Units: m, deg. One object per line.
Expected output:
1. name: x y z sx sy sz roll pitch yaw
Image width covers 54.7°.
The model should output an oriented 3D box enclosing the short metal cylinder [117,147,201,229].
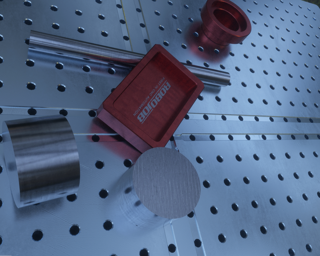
1. short metal cylinder: -0.002 0.068 0.349 0.081 0.050 0.080 14 56 -21

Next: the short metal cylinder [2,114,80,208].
1. short metal cylinder: -0.114 0.029 0.293 0.050 0.080 0.080 -10 67 -32

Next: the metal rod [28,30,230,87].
1. metal rod: -0.027 -0.095 0.451 0.302 0.025 0.025 6 59 -25

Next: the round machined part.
1. round machined part: 0.118 -0.194 0.579 0.099 0.042 0.098 14 56 -21

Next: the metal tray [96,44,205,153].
1. metal tray: -0.008 -0.039 0.406 0.090 0.030 0.130 40 59 -8
